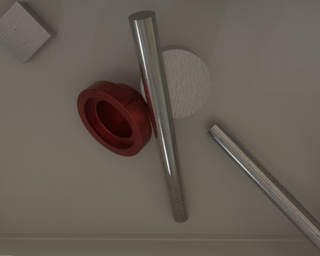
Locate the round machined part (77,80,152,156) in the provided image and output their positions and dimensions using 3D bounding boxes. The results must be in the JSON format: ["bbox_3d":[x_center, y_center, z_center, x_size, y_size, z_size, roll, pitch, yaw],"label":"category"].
[{"bbox_3d":[-0.050,-0.016,0.378,0.098,0.042,0.097,24,139,23],"label":"round machined part"}]

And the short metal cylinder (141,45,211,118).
[{"bbox_3d":[0.018,-0.058,0.377,0.081,0.050,0.079,0,110,-1],"label":"short metal cylinder"}]

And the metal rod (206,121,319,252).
[{"bbox_3d":[0.172,0.107,0.390,0.025,0.025,0.300,-45,81,14],"label":"metal rod"}]

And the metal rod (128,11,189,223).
[{"bbox_3d":[0.007,0.014,0.371,0.025,0.025,0.298,-9,127,3],"label":"metal rod"}]

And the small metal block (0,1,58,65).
[{"bbox_3d":[-0.161,-0.113,0.368,0.050,0.025,0.050,-40,106,13],"label":"small metal block"}]
